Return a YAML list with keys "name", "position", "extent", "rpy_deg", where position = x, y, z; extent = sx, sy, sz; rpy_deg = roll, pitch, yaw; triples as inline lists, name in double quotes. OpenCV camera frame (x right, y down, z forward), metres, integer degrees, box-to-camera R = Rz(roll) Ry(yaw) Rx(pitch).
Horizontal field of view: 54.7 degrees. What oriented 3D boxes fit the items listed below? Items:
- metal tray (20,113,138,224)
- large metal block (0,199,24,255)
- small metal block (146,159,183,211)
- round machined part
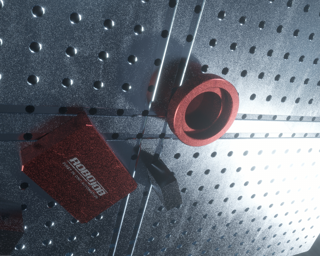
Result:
- name: "metal tray"
  position: [-0.096, 0.055, 0.391]
  extent: [0.090, 0.030, 0.130]
  rpy_deg: [-34, 129, -6]
- name: "large metal block"
  position: [-0.216, 0.126, 0.355]
  extent: [0.080, 0.050, 0.080]
  rpy_deg: [26, 104, -38]
- name: "small metal block"
  position: [0.006, 0.083, 0.452]
  extent: [0.025, 0.050, 0.050]
  rpy_deg: [-24, 128, -14]
- name: "round machined part"
  position: [0.053, -0.027, 0.414]
  extent: [0.099, 0.042, 0.097]
  rpy_deg: [-14, 125, -21]
